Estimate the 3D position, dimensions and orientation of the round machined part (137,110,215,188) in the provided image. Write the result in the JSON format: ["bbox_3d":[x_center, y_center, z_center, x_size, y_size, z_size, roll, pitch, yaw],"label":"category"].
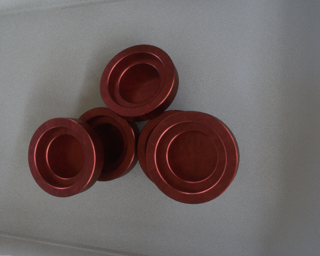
[{"bbox_3d":[0.025,0.027,0.392,0.098,0.042,0.097,0,90,20],"label":"round machined part"}]

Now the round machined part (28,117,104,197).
[{"bbox_3d":[-0.114,0.035,0.396,0.098,0.042,0.097,0,90,20],"label":"round machined part"}]

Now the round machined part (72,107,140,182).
[{"bbox_3d":[-0.070,0.021,0.425,0.098,0.042,0.097,0,90,20],"label":"round machined part"}]

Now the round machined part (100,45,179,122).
[{"bbox_3d":[-0.023,-0.053,0.397,0.098,0.042,0.098,-6,70,16],"label":"round machined part"}]

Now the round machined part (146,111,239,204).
[{"bbox_3d":[0.038,0.031,0.342,0.098,0.042,0.097,0,90,20],"label":"round machined part"}]
